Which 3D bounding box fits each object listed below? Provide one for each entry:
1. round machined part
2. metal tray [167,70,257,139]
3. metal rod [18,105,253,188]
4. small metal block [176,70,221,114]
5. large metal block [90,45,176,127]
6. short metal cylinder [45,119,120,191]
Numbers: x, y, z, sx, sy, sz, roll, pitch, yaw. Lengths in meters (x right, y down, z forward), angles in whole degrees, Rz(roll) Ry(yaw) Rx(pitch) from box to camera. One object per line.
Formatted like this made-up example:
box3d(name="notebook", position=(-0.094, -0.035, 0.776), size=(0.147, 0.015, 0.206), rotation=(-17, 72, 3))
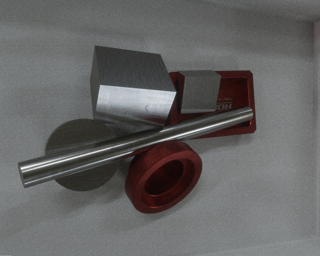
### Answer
box3d(name="round machined part", position=(0.000, 0.056, 0.384), size=(0.099, 0.042, 0.097), rotation=(-21, 133, -24))
box3d(name="metal tray", position=(0.069, -0.033, 0.432), size=(0.131, 0.030, 0.089), rotation=(-5, 92, -20))
box3d(name="metal rod", position=(-0.003, 0.012, 0.365), size=(0.303, 0.025, 0.025), rotation=(-15, 95, -31))
box3d(name="small metal block", position=(0.048, -0.048, 0.405), size=(0.050, 0.025, 0.050), rotation=(-5, 118, -20))
box3d(name="large metal block", position=(-0.035, -0.049, 0.359), size=(0.081, 0.080, 0.050), rotation=(3, 131, -19))
box3d(name="short metal cylinder", position=(-0.091, 0.029, 0.362), size=(0.081, 0.050, 0.079), rotation=(0, 90, -21))
